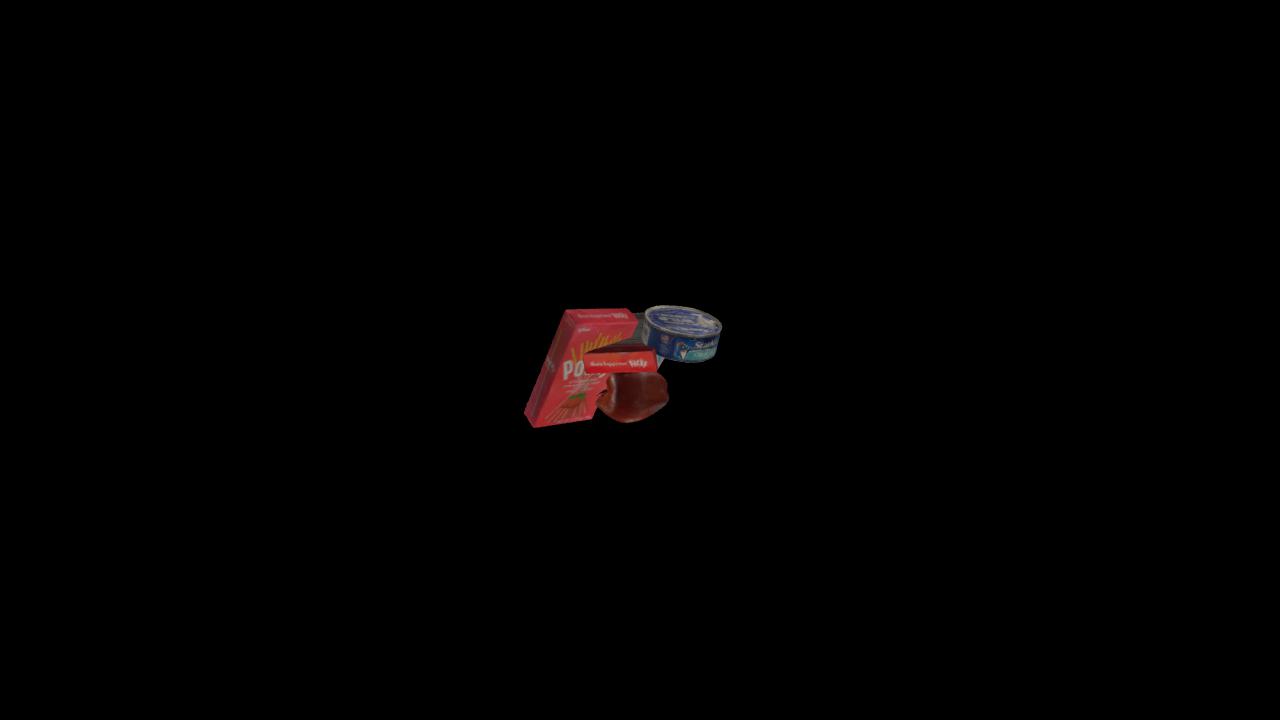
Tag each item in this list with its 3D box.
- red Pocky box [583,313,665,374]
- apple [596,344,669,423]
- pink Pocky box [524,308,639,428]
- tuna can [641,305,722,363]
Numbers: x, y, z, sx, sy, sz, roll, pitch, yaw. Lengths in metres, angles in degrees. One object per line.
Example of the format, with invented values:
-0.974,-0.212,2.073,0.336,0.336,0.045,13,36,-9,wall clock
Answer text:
-0.004,-0.023,0.711,0.083,0.028,0.155,0,20,16,red Pocky box
-0.013,0.037,0.738,0.093,0.079,0.079,2,-1,-31,apple
-0.067,0.010,0.687,0.084,0.155,0.029,-5,44,-40,pink Pocky box
0.043,-0.029,0.659,0.084,0.034,0.084,8,24,-4,tuna can
